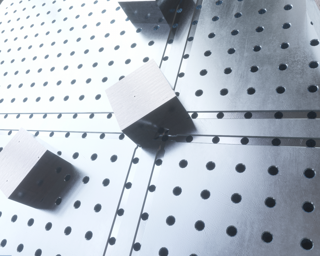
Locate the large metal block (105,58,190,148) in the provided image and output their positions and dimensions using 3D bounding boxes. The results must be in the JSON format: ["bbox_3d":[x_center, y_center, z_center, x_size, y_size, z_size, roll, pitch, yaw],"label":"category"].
[{"bbox_3d":[-0.018,-0.034,0.421,0.080,0.050,0.080,-32,52,7],"label":"large metal block"}]

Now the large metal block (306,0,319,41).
[{"bbox_3d":[0.225,-0.146,0.364,0.080,0.050,0.080,-15,56,19],"label":"large metal block"}]

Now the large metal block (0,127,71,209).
[{"bbox_3d":[-0.194,0.057,0.457,0.080,0.050,0.080,28,77,37],"label":"large metal block"}]

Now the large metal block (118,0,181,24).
[{"bbox_3d":[-0.013,-0.230,0.539,0.080,0.050,0.080,14,69,33],"label":"large metal block"}]
